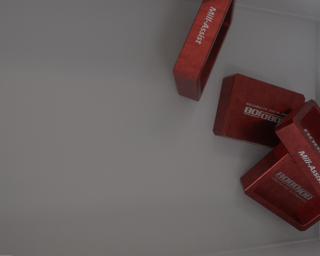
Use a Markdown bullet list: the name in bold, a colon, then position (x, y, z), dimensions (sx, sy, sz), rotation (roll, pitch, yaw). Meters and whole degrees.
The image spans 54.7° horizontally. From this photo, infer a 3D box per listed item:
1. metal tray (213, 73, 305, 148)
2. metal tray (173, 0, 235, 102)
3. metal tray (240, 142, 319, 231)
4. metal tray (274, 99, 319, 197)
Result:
- **metal tray**: position (0.150, -0.020, 0.463), dimensions (0.131, 0.030, 0.090), rotation (13, 86, -20)
- **metal tray**: position (0.059, -0.108, 0.395), dimensions (0.030, 0.090, 0.130), rotation (22, 82, 12)
- **metal tray**: position (0.197, 0.089, 0.456), dimensions (0.130, 0.030, 0.090), rotation (35, 113, -17)
- **metal tray**: position (0.218, 0.033, 0.419), dimensions (0.091, 0.030, 0.130), rotation (-30, 85, -44)
